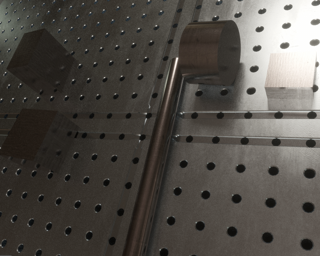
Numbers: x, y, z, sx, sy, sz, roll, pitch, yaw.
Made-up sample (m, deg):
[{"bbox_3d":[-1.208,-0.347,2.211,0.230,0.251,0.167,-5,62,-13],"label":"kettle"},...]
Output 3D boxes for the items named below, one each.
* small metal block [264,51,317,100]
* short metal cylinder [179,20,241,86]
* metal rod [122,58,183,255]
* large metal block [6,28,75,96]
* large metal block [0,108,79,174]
[{"bbox_3d":[0.155,-0.062,0.365,0.050,0.025,0.050,4,64,29],"label":"small metal block"},{"bbox_3d":[0.066,-0.095,0.396,0.050,0.080,0.080,9,66,31],"label":"short metal cylinder"},{"bbox_3d":[-0.004,0.037,0.386,0.025,0.025,0.300,-1,61,27],"label":"metal rod"},{"bbox_3d":[-0.208,-0.115,0.550,0.050,0.080,0.080,-3,61,27],"label":"large metal block"},{"bbox_3d":[-0.185,0.019,0.475,0.080,0.050,0.080,5,64,30],"label":"large metal block"}]
